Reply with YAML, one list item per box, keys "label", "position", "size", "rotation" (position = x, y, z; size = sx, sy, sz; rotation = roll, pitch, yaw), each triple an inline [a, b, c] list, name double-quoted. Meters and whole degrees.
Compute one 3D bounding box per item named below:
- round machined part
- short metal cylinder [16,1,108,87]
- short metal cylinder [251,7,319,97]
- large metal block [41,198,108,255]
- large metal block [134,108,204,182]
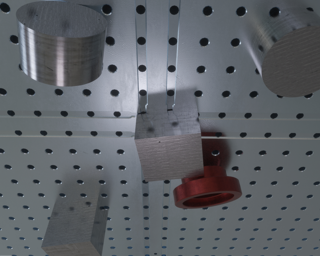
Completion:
- label: "round machined part"
  position: [0.068, 0.087, 0.460]
  size: [0.099, 0.042, 0.098]
  rotation: [-7, 153, -3]
- label: "short metal cylinder"
  position: [-0.095, -0.084, 0.303]
  size: [0.081, 0.080, 0.050]
  rotation: [9, 130, -8]
- label: "short metal cylinder"
  position: [0.143, -0.080, 0.329]
  size: [0.081, 0.050, 0.079]
  rotation: [0, 130, 0]
- label: "large metal block"
  position: [-0.139, 0.170, 0.519]
  size: [0.080, 0.080, 0.050]
  rotation: [-10, 130, 8]
- label: "large metal block"
  position: [0.014, 0.024, 0.415]
  size: [0.080, 0.050, 0.080]
  rotation: [-6, 130, 5]
